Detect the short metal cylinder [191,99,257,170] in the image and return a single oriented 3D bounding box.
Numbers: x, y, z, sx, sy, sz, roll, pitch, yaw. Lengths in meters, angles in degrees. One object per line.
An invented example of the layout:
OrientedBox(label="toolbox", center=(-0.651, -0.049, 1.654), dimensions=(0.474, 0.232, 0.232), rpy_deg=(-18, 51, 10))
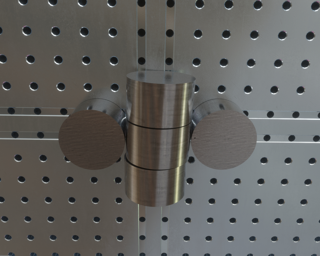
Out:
OrientedBox(label="short metal cylinder", center=(0.079, 0.007, 0.403), dimensions=(0.081, 0.050, 0.079), rpy_deg=(0, 110, -1))

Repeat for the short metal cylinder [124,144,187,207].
OrientedBox(label="short metal cylinder", center=(-0.006, 0.059, 0.405), dimensions=(0.081, 0.080, 0.050), rpy_deg=(1, 110, -1))

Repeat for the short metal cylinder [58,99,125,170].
OrientedBox(label="short metal cylinder", center=(-0.083, 0.007, 0.401), dimensions=(0.081, 0.050, 0.079), rpy_deg=(0, 110, -1))

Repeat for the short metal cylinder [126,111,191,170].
OrientedBox(label="short metal cylinder", center=(-0.002, 0.011, 0.388), dimensions=(0.081, 0.080, 0.050), rpy_deg=(2, 110, -1))

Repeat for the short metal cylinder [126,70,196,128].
OrientedBox(label="short metal cylinder", center=(0.000, -0.037, 0.370), dimensions=(0.081, 0.080, 0.050), rpy_deg=(2, 110, -1))
